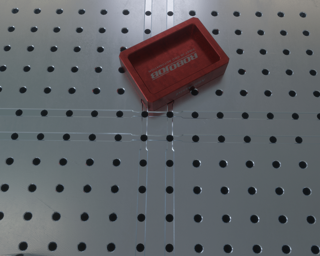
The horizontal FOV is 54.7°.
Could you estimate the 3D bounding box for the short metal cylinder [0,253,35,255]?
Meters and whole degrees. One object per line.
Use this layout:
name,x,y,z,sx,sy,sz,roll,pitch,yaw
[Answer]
short metal cylinder,-0.166,0.178,0.332,0.081,0.050,0.080,0,70,0

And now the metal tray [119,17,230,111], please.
metal tray,0.020,-0.093,0.443,0.131,0.030,0.090,-29,73,-10
